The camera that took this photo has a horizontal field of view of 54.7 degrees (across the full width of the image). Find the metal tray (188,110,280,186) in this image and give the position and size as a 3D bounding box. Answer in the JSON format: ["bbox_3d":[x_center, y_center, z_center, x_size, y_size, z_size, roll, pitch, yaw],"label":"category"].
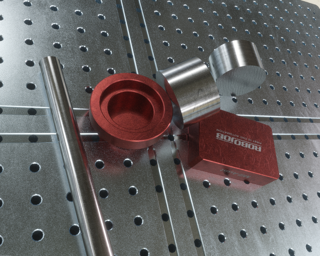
[{"bbox_3d":[0.105,0.025,0.446,0.131,0.030,0.090,16,55,-19],"label":"metal tray"}]

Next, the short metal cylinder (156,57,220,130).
[{"bbox_3d":[0.034,-0.044,0.396,0.050,0.080,0.080,-24,73,-9],"label":"short metal cylinder"}]

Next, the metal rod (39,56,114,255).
[{"bbox_3d":[-0.086,0.050,0.330,0.025,0.025,0.299,-8,66,-32],"label":"metal rod"}]

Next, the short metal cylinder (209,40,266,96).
[{"bbox_3d":[0.122,-0.094,0.495,0.081,0.080,0.050,6,59,-25],"label":"short metal cylinder"}]

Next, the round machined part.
[{"bbox_3d":[-0.037,-0.017,0.381,0.099,0.042,0.098,8,57,-12],"label":"round machined part"}]
